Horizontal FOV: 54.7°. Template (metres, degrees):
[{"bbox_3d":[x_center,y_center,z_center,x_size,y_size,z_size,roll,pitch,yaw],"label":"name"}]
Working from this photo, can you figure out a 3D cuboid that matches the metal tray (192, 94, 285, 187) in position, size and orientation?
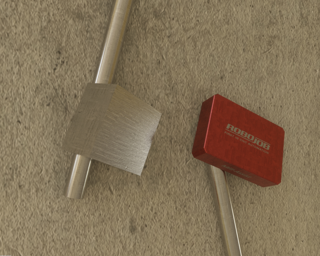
[{"bbox_3d":[0.114,0.019,0.435,0.131,0.030,0.090,24,63,-19],"label":"metal tray"}]

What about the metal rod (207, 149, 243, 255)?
[{"bbox_3d":[0.099,0.148,0.447,0.025,0.025,0.298,-14,95,-20],"label":"metal rod"}]

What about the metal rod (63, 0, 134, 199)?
[{"bbox_3d":[-0.069,-0.063,0.383,0.025,0.025,0.298,15,85,-20],"label":"metal rod"}]

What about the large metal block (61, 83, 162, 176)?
[{"bbox_3d":[-0.053,0.002,0.357,0.080,0.050,0.080,31,74,-48],"label":"large metal block"}]
